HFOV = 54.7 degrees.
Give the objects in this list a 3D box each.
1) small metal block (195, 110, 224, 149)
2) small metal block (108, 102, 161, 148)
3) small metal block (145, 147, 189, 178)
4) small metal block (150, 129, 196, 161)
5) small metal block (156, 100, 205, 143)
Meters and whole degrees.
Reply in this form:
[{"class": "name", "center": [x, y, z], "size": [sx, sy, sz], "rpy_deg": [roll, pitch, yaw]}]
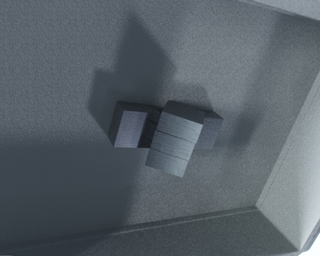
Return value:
[{"class": "small metal block", "center": [0.056, 0.002, 0.441], "size": [0.050, 0.025, 0.050], "rpy_deg": [3, 117, -30]}, {"class": "small metal block", "center": [-0.033, -0.003, 0.388], "size": [0.050, 0.025, 0.050], "rpy_deg": [4, 117, -31]}, {"class": "small metal block", "center": [0.012, 0.035, 0.407], "size": [0.050, 0.050, 0.025], "rpy_deg": [18, 113, 3]}, {"class": "small metal block", "center": [0.019, 0.013, 0.397], "size": [0.050, 0.050, 0.025], "rpy_deg": [18, 113, 3]}, {"class": "small metal block", "center": [0.027, -0.009, 0.388], "size": [0.050, 0.050, 0.025], "rpy_deg": [19, 112, 3]}]
